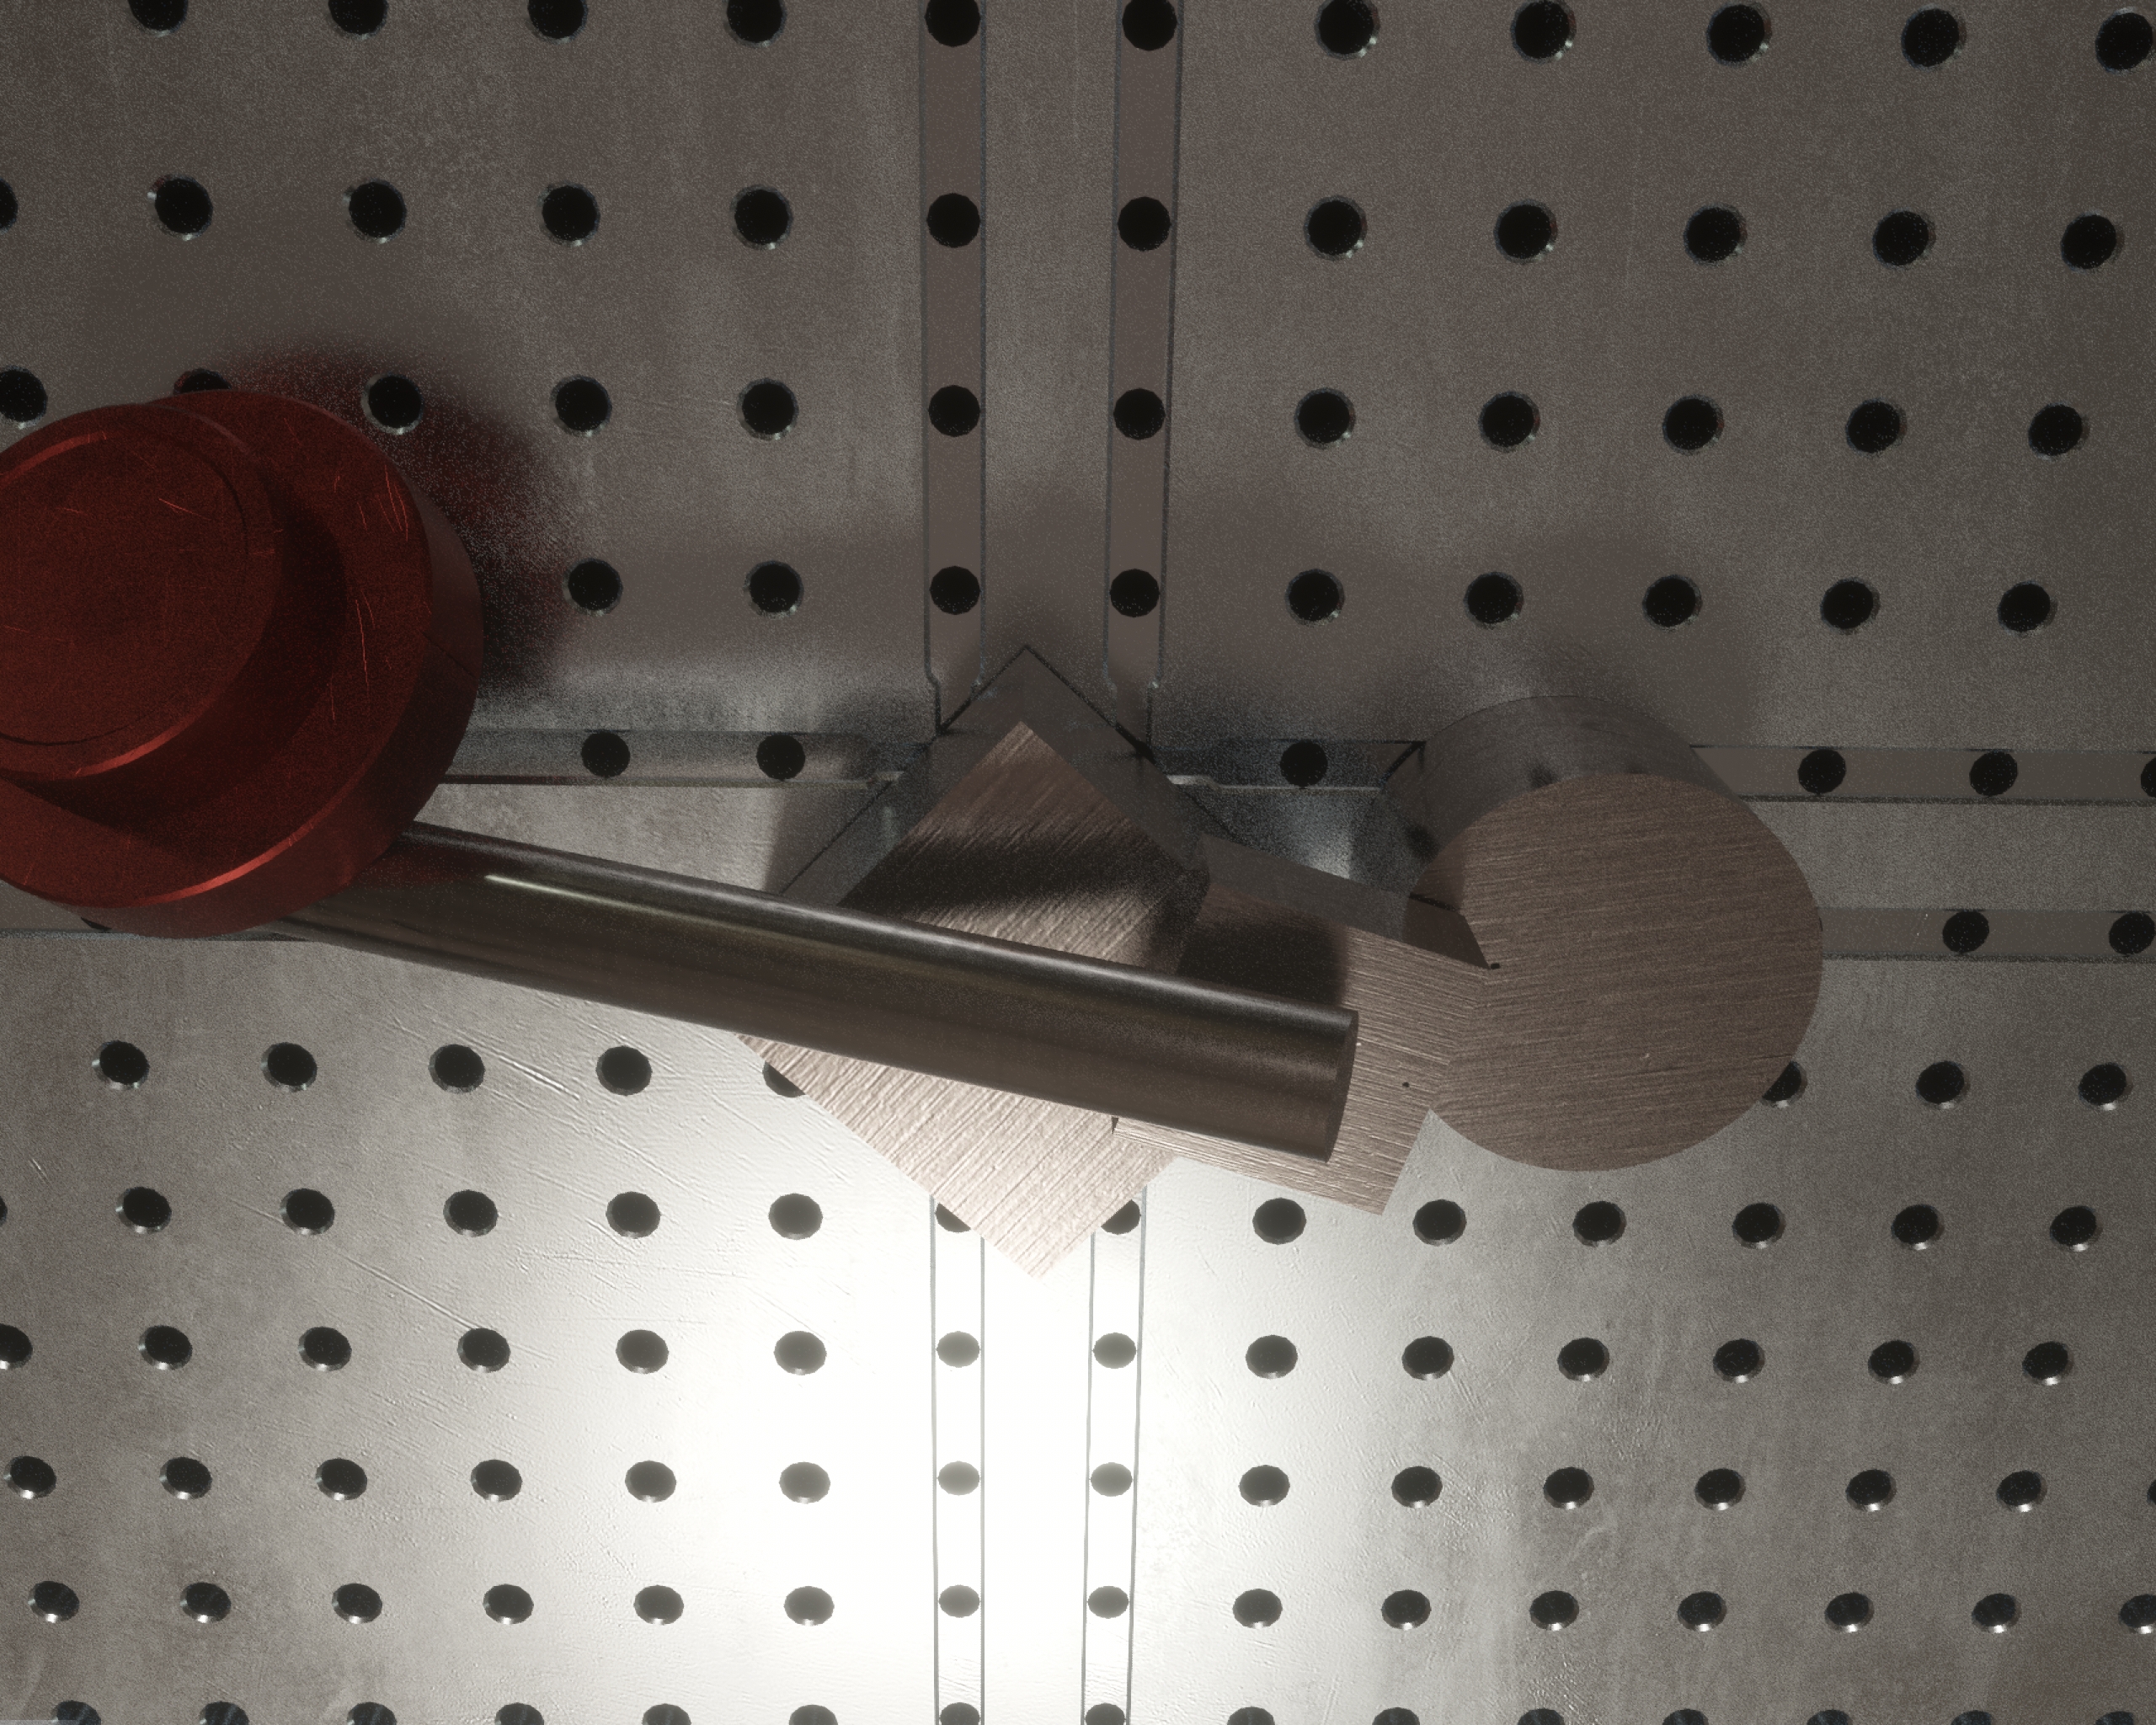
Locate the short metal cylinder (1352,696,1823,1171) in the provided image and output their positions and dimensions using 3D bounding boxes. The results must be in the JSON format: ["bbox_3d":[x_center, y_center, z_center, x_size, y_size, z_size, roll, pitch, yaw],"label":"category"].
[{"bbox_3d":[0.096,0.013,0.406,0.081,0.050,0.079,0,110,-1],"label":"short metal cylinder"}]

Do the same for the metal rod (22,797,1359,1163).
[{"bbox_3d":[-0.102,0.008,0.369,0.301,0.025,0.025,11,111,13],"label":"metal rod"}]

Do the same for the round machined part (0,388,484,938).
[{"bbox_3d":[-0.158,-0.039,0.359,0.098,0.042,0.098,-3,71,10],"label":"round machined part"}]

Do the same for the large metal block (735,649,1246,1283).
[{"bbox_3d":[-0.009,0.019,0.405,0.080,0.050,0.080,42,104,-14],"label":"large metal block"}]

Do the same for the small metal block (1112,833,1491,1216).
[{"bbox_3d":[0.038,0.029,0.369,0.050,0.025,0.050,17,109,-7],"label":"small metal block"}]
